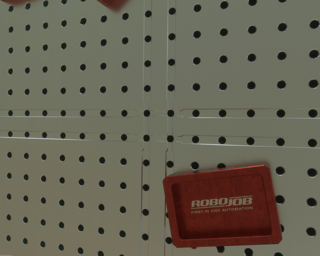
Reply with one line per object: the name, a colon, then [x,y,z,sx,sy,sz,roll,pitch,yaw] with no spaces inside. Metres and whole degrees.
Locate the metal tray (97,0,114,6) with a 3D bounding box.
metal tray: [-0.065,-0.251,0.433,0.130,0.030,0.090,-43,77,15]

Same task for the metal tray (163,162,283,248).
metal tray: [0.075,0.096,0.383,0.130,0.030,0.090,-10,87,19]
